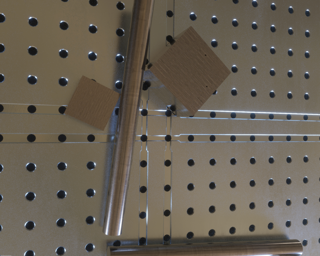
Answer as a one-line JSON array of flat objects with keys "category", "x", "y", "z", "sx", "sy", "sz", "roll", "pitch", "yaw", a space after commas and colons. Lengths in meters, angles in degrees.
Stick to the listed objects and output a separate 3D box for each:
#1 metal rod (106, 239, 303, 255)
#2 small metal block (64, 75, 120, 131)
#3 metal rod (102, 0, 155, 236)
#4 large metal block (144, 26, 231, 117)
[{"category": "metal rod", "x": 0.076, "y": 0.176, "z": 0.440, "sx": 0.302, "sy": 0.025, "sz": 0.025, "roll": 6, "pitch": 88, "yaw": -20}, {"category": "small metal block", "x": -0.084, "y": -0.030, "z": 0.382, "sx": 0.050, "sy": 0.025, "sz": 0.050, "roll": 26, "pitch": 82, "yaw": -18}, {"category": "metal rod", "x": -0.039, "y": -0.017, "z": 0.382, "sx": 0.025, "sy": 0.025, "sz": 0.298, "roll": 7, "pitch": 94, "yaw": -20}, {"category": "large metal block", "x": 0.032, "y": -0.072, "z": 0.411, "sx": 0.080, "sy": 0.050, "sz": 0.080, "roll": 45, "pitch": 76, "yaw": -15}]
